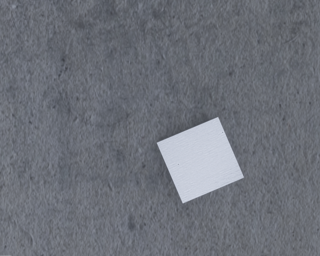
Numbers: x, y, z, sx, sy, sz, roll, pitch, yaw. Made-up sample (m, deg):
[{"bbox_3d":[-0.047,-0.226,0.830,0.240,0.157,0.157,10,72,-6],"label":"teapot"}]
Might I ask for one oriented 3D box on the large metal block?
[{"bbox_3d":[0.049,0.039,0.398,0.080,0.050,0.080,-23,90,-1],"label":"large metal block"}]
